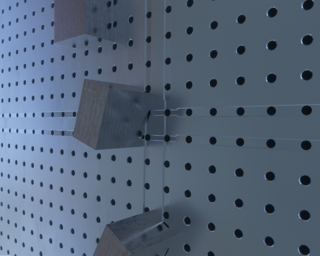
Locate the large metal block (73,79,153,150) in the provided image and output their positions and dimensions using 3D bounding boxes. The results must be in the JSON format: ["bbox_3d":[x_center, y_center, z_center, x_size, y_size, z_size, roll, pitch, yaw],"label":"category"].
[{"bbox_3d":[-0.063,-0.018,0.424,0.050,0.081,0.079,24,105,37],"label":"large metal block"}]

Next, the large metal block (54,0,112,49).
[{"bbox_3d":[-0.123,-0.176,0.492,0.080,0.050,0.079,0,90,39],"label":"large metal block"}]

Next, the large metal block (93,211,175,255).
[{"bbox_3d":[-0.038,0.163,0.403,0.050,0.081,0.079,37,112,33],"label":"large metal block"}]
